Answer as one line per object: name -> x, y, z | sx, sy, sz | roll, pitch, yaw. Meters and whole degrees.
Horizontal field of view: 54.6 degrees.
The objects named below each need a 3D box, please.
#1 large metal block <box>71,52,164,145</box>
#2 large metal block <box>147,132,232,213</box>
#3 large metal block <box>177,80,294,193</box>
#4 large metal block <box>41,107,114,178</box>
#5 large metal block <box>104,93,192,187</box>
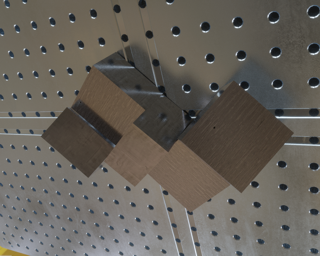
large metal block -> -0.056, -0.036, 0.403 | 0.080, 0.050, 0.080 | 41, 131, -1
large metal block -> 0.042, 0.050, 0.404 | 0.080, 0.050, 0.080 | 43, 129, 1
large metal block -> 0.077, 0.009, 0.333 | 0.080, 0.050, 0.080 | 41, 89, -1
large metal block -> -0.104, 0.018, 0.433 | 0.080, 0.080, 0.050 | 41, 91, -1
large metal block -> -0.014, 0.014, 0.392 | 0.050, 0.080, 0.080 | 40, 129, -1
